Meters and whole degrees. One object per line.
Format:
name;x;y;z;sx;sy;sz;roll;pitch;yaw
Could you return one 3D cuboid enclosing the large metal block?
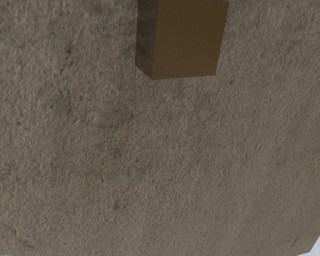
large metal block;0.021;-0.102;0.341;0.081;0.050;0.079;-8;122;-25
